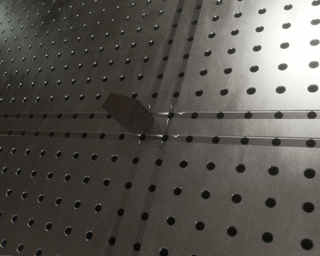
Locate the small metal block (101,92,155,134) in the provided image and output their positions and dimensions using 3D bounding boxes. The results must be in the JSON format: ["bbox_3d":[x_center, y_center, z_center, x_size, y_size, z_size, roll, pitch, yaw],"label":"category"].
[{"bbox_3d":[-0.043,-0.021,0.426,0.050,0.050,0.025,18,72,34],"label":"small metal block"}]
